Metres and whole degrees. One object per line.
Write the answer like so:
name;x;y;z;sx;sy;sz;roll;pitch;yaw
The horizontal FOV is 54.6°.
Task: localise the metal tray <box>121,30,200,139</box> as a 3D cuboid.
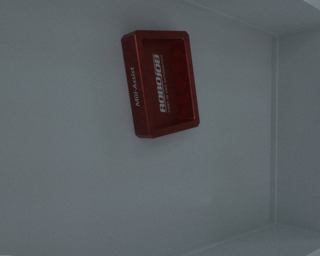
metal tray;0.004;-0.058;0.405;0.091;0.030;0.129;-14;99;-39
